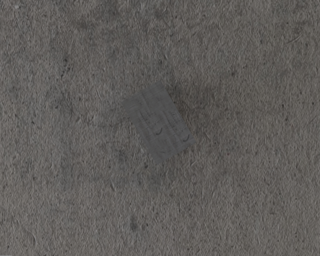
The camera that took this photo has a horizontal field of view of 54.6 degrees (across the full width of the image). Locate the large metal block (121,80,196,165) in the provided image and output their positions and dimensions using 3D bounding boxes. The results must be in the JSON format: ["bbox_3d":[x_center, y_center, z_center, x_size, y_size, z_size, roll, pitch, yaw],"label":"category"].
[{"bbox_3d":[-0.001,-0.006,0.382,0.050,0.080,0.080,-30,90,0],"label":"large metal block"}]
